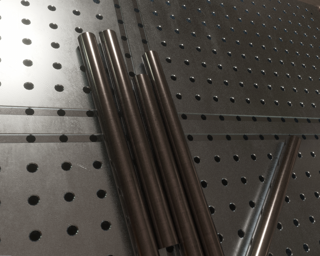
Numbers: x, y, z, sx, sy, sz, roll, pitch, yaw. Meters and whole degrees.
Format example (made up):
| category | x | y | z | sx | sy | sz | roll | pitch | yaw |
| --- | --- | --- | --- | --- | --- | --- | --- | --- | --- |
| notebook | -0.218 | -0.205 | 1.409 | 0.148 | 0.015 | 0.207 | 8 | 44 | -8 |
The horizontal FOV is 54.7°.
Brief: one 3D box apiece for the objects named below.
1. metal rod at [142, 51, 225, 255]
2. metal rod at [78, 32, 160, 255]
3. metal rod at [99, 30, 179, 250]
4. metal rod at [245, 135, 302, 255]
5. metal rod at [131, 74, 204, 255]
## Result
| category | x | y | z | sx | sy | sz | roll | pitch | yaw |
| --- | --- | --- | --- | --- | --- | --- | --- | --- | --- |
| metal rod | 0.024 | 0.023 | 0.408 | 0.025 | 0.025 | 0.299 | -2 | 63 | -30 |
| metal rod | -0.056 | 0.007 | 0.374 | 0.025 | 0.025 | 0.299 | -5 | 64 | -31 |
| metal rod | -0.034 | -0.003 | 0.392 | 0.025 | 0.025 | 0.299 | -4 | 64 | -30 |
| metal rod | 0.151 | 0.114 | 0.422 | 0.025 | 0.025 | 0.301 | 40 | 51 | -2 |
| metal rod | 0.012 | 0.063 | 0.377 | 0.025 | 0.025 | 0.299 | -3 | 63 | -30 |
